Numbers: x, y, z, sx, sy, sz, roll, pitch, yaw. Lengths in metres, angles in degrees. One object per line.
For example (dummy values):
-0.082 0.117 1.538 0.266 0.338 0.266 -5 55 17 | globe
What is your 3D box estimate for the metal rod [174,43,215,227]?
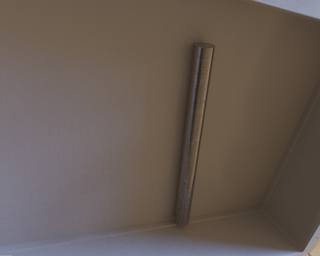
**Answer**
0.045 0.029 0.450 0.025 0.025 0.298 -10 123 -23 | metal rod
